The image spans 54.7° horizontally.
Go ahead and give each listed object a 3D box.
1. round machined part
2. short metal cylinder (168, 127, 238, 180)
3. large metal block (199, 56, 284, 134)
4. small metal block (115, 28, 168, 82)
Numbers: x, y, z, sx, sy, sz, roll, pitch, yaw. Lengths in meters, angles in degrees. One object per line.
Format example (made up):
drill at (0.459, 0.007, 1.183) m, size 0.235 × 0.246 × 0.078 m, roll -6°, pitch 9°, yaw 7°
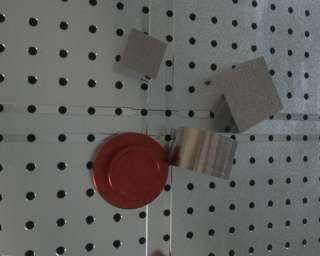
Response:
round machined part at (-0.034, 0.054, 0.391) m, size 0.099 × 0.042 × 0.097 m, roll 0°, pitch 90°, yaw -20°
short metal cylinder at (0.056, 0.033, 0.404) m, size 0.081 × 0.080 × 0.050 m, roll 17°, pitch 85°, yaw -19°
large metal block at (0.116, -0.046, 0.442) m, size 0.081 × 0.050 × 0.080 m, roll -28°, pitch 99°, yaw -18°
small metal block at (-0.024, -0.094, 0.403) m, size 0.050 × 0.025 × 0.050 m, roll 21°, pitch 83°, yaw -19°
